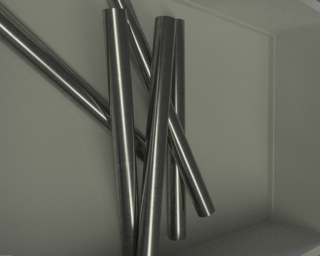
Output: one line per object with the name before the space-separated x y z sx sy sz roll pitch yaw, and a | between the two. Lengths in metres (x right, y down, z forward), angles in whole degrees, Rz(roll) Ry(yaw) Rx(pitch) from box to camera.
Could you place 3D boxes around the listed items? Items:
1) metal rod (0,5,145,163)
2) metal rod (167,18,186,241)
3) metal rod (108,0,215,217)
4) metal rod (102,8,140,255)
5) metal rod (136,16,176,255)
metal rod | -0.097 -0.047 0.326 0.300 0.025 0.025 45 63 -31
metal rod | 0.023 0.003 0.427 0.025 0.025 0.298 -1 91 -40
metal rod | 0.006 -0.022 0.391 0.025 0.025 0.299 -30 102 -36
metal rod | -0.040 0.026 0.347 0.025 0.025 0.298 -14 108 -39
metal rod | -0.005 0.022 0.359 0.025 0.025 0.298 6 88 -40
